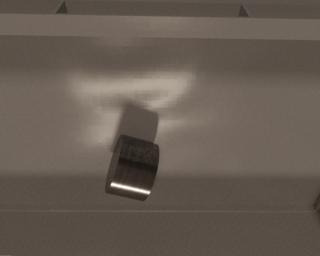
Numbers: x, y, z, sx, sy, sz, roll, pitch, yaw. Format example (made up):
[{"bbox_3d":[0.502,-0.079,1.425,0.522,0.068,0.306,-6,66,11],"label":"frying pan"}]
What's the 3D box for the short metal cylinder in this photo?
[{"bbox_3d":[-0.038,0.054,0.418,0.050,0.080,0.079,16,128,-14],"label":"short metal cylinder"}]
